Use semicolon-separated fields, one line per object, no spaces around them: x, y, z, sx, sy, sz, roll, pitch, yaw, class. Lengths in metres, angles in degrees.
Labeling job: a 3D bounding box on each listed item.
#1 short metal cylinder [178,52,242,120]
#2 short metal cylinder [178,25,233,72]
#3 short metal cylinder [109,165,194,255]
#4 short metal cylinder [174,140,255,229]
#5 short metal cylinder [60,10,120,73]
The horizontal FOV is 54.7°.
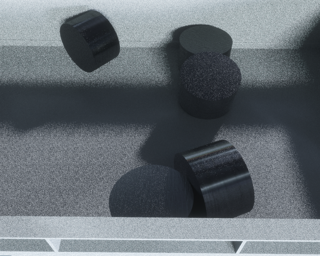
0.067;-0.058;0.429;0.081;0.050;0.080;0;62;0;short metal cylinder
0.070;-0.118;0.489;0.081;0.050;0.080;0;50;0;short metal cylinder
-0.007;0.084;0.311;0.080;0.050;0.080;-2;43;2;short metal cylinder
0.053;0.057;0.322;0.050;0.080;0.080;-16;52;-14;short metal cylinder
-0.108;-0.133;0.480;0.080;0.080;0.050;35;58;25;short metal cylinder
